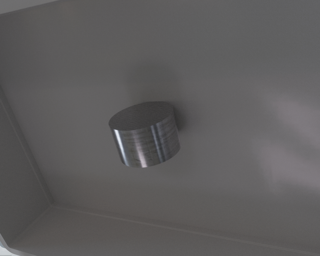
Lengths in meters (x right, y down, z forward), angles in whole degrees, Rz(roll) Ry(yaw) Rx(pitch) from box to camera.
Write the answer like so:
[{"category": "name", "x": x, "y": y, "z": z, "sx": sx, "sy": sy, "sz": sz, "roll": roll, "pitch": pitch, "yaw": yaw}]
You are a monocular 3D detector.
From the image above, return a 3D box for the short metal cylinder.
[{"category": "short metal cylinder", "x": -0.018, "y": 0.006, "z": 0.387, "sx": 0.080, "sy": 0.080, "sz": 0.050, "roll": 0, "pitch": 119, "yaw": 28}]
